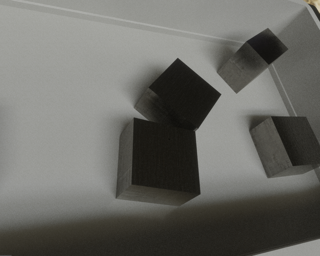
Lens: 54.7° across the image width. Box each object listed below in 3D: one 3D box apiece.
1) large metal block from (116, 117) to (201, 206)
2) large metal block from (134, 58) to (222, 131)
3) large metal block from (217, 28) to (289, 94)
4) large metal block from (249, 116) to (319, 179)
[{"bbox_3d":[-0.003,0.042,0.364,0.081,0.050,0.080,13,56,-22],"label":"large metal block"},{"bbox_3d":[0.026,-0.037,0.428,0.080,0.050,0.080,40,51,-2],"label":"large metal block"},{"bbox_3d":[0.157,-0.114,0.527,0.050,0.080,0.081,49,51,6],"label":"large metal block"},{"bbox_3d":[0.199,0.029,0.482,0.081,0.050,0.080,0,62,-29],"label":"large metal block"}]
